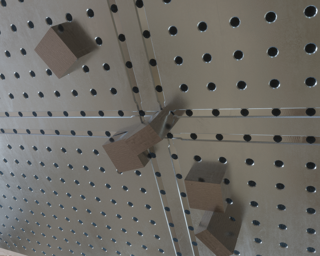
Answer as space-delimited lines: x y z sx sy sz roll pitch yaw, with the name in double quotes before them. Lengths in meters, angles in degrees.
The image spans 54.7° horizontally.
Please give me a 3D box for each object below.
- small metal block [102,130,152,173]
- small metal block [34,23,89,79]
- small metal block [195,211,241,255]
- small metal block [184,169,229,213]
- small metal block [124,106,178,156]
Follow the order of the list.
"small metal block" -0.049 0.035 0.457 0.050 0.025 0.050 -17 110 34
"small metal block" -0.132 -0.103 0.415 0.050 0.025 0.050 -33 101 38
"small metal block" 0.083 0.147 0.441 0.050 0.050 0.025 44 129 -3
"small metal block" 0.065 0.087 0.430 0.050 0.025 0.050 2 119 27
"small metal block" -0.011 0.004 0.402 0.050 0.050 0.025 -33 100 38
